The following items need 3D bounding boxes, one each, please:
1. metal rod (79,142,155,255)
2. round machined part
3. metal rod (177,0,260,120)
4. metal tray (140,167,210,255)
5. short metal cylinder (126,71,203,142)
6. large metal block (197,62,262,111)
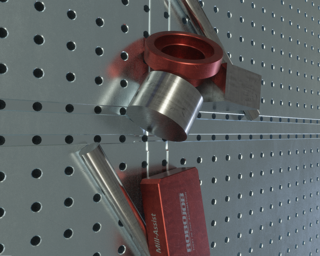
[{"bbox_3d":[-0.017,0.148,0.396,0.025,0.025,0.299,-40,115,-33],"label":"metal rod"},{"bbox_3d":[0.028,-0.086,0.398,0.099,0.098,0.042,-27,140,-37],"label":"round machined part"},{"bbox_3d":[0.084,-0.127,0.481,0.300,0.025,0.025,52,60,-28],"label":"metal rod"},{"bbox_3d":[0.023,0.123,0.407,0.091,0.030,0.129,-7,88,-52],"label":"metal tray"},{"bbox_3d":[0.006,-0.025,0.380,0.080,0.080,0.050,40,66,-33],"label":"short metal cylinder"},{"bbox_3d":[0.088,-0.055,0.450,0.081,0.080,0.050,8,86,-40],"label":"large metal block"}]
